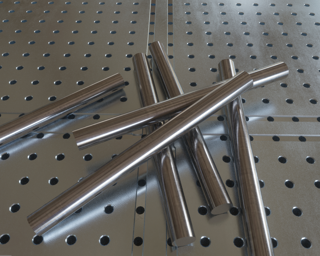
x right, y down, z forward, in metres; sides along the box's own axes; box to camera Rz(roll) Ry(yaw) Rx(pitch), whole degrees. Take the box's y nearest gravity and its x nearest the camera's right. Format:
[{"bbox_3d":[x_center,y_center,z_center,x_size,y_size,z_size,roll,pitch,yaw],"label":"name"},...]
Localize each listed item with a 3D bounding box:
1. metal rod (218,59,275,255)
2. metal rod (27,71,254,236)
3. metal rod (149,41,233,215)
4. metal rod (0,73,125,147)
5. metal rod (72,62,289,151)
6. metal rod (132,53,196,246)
[{"bbox_3d":[0.102,0.015,0.395,0.025,0.025,0.300,1,50,1],"label":"metal rod"},{"bbox_3d":[-0.010,0.020,0.359,0.301,0.025,0.025,-34,58,-14],"label":"metal rod"},{"bbox_3d":[0.030,-0.024,0.427,0.025,0.025,0.300,-11,51,-9],"label":"metal rod"},{"bbox_3d":[-0.180,-0.003,0.409,0.302,0.025,0.025,-29,56,-23],"label":"metal rod"},{"bbox_3d":[0.039,-0.034,0.402,0.302,0.025,0.025,-20,53,-16],"label":"metal rod"},{"bbox_3d":[-0.004,0.001,0.406,0.025,0.025,0.300,-8,51,-7],"label":"metal rod"}]
